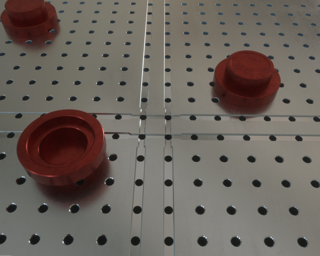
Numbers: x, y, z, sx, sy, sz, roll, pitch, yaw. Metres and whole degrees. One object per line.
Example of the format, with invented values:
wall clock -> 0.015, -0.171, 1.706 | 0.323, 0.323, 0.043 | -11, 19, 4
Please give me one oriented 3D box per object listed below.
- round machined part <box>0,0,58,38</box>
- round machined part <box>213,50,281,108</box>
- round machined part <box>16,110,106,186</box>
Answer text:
round machined part -> -0.244, -0.213, 0.572 | 0.099, 0.042, 0.098 | 0, 50, 0
round machined part -> 0.132, -0.080, 0.465 | 0.099, 0.042, 0.098 | 0, 50, 0
round machined part -> -0.114, 0.027, 0.373 | 0.099, 0.042, 0.098 | 0, 50, 0
